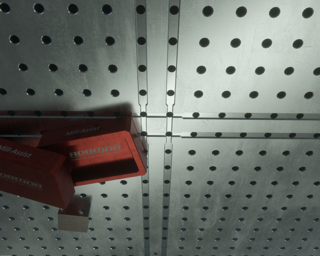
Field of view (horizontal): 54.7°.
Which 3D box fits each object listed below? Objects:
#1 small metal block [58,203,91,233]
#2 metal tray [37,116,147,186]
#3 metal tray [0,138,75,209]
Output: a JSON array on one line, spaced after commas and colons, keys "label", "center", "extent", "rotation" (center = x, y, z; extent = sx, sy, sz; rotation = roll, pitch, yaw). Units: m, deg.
[{"label": "small metal block", "center": [-0.150, 0.157, 0.544], "extent": [0.050, 0.025, 0.050], "rotation": [8, 130, -7]}, {"label": "metal tray", "center": [-0.092, 0.037, 0.438], "extent": [0.131, 0.030, 0.090], "rotation": [-11, 130, 8]}, {"label": "metal tray", "center": [-0.190, 0.061, 0.431], "extent": [0.131, 0.030, 0.089], "rotation": [13, 136, 9]}]
